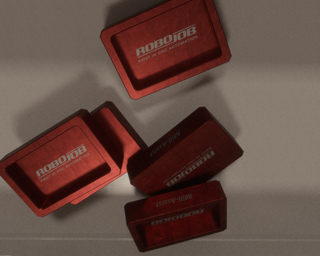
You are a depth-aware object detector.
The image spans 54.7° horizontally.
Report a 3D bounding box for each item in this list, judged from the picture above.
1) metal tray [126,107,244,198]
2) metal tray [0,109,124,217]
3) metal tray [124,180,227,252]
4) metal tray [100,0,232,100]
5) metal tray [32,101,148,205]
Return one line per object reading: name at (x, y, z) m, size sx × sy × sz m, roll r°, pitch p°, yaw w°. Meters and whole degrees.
metal tray at (0.033, 0.042, 0.407) m, size 0.130 × 0.030 × 0.090 m, roll -39°, pitch 130°, yaw 13°
metal tray at (-0.124, 0.046, 0.391) m, size 0.130 × 0.030 × 0.090 m, roll -30°, pitch 108°, yaw 10°
metal tray at (0.025, 0.124, 0.428) m, size 0.131 × 0.030 × 0.090 m, roll -14°, pitch 135°, yaw -3°
metal tray at (0.008, -0.099, 0.367) m, size 0.130 × 0.030 × 0.090 m, roll -22°, pitch 115°, yaw 7°
metal tray at (-0.093, 0.035, 0.420) m, size 0.130 × 0.030 × 0.090 m, roll -34°, pitch 107°, yaw 11°
